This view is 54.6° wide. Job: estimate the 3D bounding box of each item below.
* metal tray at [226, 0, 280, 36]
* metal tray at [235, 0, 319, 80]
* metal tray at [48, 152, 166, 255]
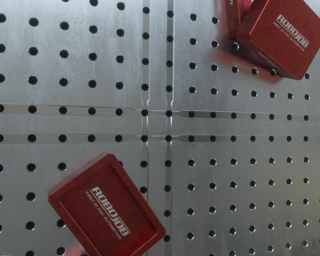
[{"bbox_3d":[0.143,-0.207,0.461,0.091,0.030,0.129,-8,93,-20],"label":"metal tray"},{"bbox_3d":[0.180,-0.138,0.450,0.131,0.030,0.090,26,95,-31],"label":"metal tray"},{"bbox_3d":[-0.064,0.107,0.386,0.090,0.030,0.130,-36,102,-16],"label":"metal tray"}]
